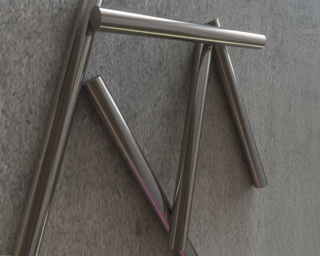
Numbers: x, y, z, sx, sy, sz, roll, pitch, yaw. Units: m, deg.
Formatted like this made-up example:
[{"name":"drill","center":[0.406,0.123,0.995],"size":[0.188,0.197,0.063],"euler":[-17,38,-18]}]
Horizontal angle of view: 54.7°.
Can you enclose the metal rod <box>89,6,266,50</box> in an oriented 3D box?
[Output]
[{"name":"metal rod","center":[0.049,-0.127,0.413],"size":[0.302,0.025,0.025],"euler":[-7,95,-40]}]

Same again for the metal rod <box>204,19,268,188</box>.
[{"name":"metal rod","center":[0.129,-0.030,0.515],"size":[0.025,0.025,0.299],"euler":[-35,112,-35]}]

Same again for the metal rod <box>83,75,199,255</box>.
[{"name":"metal rod","center":[-0.014,0.072,0.395],"size":[0.025,0.025,0.299],"euler":[-41,115,-33]}]

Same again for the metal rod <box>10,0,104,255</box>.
[{"name":"metal rod","center":[-0.105,0.000,0.318],"size":[0.025,0.025,0.299],"euler":[19,78,-39]}]

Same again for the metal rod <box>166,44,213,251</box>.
[{"name":"metal rod","center":[0.044,0.009,0.424],"size":[0.025,0.025,0.299],"euler":[22,70,-38]}]
